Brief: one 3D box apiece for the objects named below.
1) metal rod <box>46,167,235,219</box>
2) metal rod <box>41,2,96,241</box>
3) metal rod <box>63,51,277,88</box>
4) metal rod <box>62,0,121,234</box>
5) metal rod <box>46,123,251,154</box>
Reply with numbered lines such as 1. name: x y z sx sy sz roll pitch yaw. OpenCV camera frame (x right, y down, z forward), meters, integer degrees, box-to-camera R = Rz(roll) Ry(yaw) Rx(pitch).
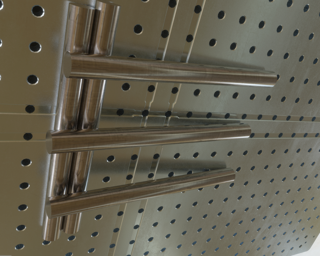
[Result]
1. metal rod: -0.005 0.086 0.445 0.303 0.025 0.025 -3 120 -34
2. metal rod: -0.111 0.013 0.359 0.025 0.025 0.298 1 118 -29
3. metal rod: 0.038 -0.066 0.374 0.303 0.025 0.025 -3 120 -34
4. metal rod: -0.087 0.007 0.368 0.025 0.025 0.298 1 118 -29
5. metal rod: 0.010 0.009 0.404 0.303 0.025 0.025 -2 120 -35
